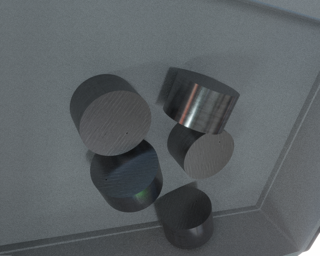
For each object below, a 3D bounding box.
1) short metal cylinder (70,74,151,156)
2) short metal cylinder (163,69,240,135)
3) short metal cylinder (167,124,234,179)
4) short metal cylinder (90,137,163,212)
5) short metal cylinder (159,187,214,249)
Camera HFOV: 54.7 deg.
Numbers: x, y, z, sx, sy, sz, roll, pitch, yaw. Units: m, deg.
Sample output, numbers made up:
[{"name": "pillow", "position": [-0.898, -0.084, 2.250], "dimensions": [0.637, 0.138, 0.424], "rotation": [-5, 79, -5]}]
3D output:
[{"name": "short metal cylinder", "position": [-0.057, -0.015, 0.353], "dimensions": [0.081, 0.050, 0.079], "rotation": [-14, 124, -21]}, {"name": "short metal cylinder", "position": [0.050, -0.033, 0.382], "dimensions": [0.081, 0.080, 0.050], "rotation": [8, 115, -32]}, {"name": "short metal cylinder", "position": [0.058, 0.026, 0.442], "dimensions": [0.081, 0.050, 0.079], "rotation": [-14, 125, -21]}, {"name": "short metal cylinder", "position": [-0.039, 0.057, 0.381], "dimensions": [0.080, 0.080, 0.050], "rotation": [-28, 147, -11]}, {"name": "short metal cylinder", "position": [0.042, 0.140, 0.485], "dimensions": [0.081, 0.080, 0.050], "rotation": [-23, 127, -15]}]
